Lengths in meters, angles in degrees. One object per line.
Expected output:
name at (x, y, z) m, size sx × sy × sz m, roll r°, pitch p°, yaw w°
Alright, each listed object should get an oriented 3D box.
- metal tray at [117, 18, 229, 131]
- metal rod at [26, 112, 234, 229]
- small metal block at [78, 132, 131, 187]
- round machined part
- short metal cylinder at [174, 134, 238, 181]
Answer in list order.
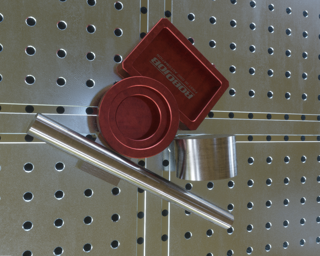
metal tray at (0.020, -0.069, 0.418) m, size 0.130 × 0.030 × 0.090 m, roll 42°, pitch 76°, yaw -15°
metal rod at (-0.017, 0.065, 0.386) m, size 0.301 × 0.025 × 0.025 m, roll 32°, pitch 80°, yaw -26°
small metal block at (-0.067, 0.038, 0.389) m, size 0.050 × 0.025 × 0.050 m, roll 30°, pitch 80°, yaw -18°
round machined part at (-0.029, -0.013, 0.385) m, size 0.099 × 0.042 × 0.097 m, roll 0°, pitch 90°, yaw -18°
short metal cylinder at (0.059, 0.036, 0.405) m, size 0.081 × 0.080 × 0.050 m, roll -4°, pitch 92°, yaw -20°
